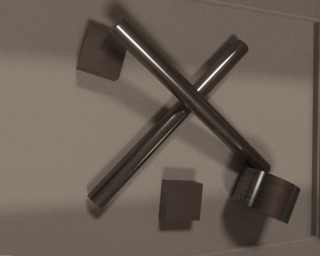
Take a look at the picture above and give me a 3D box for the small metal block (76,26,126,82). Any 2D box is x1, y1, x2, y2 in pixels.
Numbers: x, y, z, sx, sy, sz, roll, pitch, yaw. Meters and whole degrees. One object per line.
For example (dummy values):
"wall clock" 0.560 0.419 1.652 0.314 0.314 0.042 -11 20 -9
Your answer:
"small metal block" -0.071 -0.091 0.385 0.050 0.025 0.050 16 85 -20

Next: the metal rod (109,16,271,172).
"metal rod" 0.055 -0.026 0.406 0.300 0.025 0.025 41 77 -26

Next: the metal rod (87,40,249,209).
"metal rod" 0.020 -0.014 0.418 0.301 0.025 0.025 -47 105 -14

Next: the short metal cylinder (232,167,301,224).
"short metal cylinder" 0.149 0.095 0.438 0.080 0.080 0.050 27 81 -18

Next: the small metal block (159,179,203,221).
"small metal block" 0.028 0.098 0.422 0.050 0.025 0.050 6 88 -20
